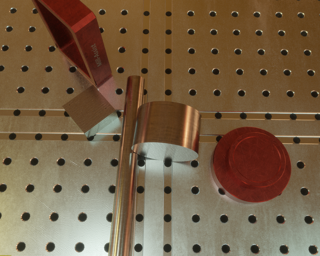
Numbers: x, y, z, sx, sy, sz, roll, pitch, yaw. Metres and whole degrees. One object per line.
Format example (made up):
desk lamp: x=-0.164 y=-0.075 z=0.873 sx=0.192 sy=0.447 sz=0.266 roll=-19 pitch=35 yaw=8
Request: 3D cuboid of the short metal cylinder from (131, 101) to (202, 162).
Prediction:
short metal cylinder: x=0.009 y=0.007 z=0.380 sx=0.080 sy=0.080 sz=0.050 roll=7 pitch=70 yaw=2

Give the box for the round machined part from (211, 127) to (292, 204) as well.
round machined part: x=0.116 y=0.043 z=0.388 sx=0.099 sy=0.042 sz=0.098 roll=0 pitch=70 yaw=-1

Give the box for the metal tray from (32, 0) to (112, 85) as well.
metal tray: x=-0.111 y=-0.120 z=0.399 sx=0.090 sy=0.130 sz=0.030 roll=43 pitch=76 yaw=14

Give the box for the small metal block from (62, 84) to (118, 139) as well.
small metal block: x=-0.094 y=-0.022 z=0.419 sx=0.050 sy=0.025 sz=0.050 roll=-39 pitch=75 yaw=-13

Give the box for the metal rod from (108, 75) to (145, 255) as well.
metal rod: x=-0.042 y=0.072 z=0.384 sx=0.025 sy=0.025 sz=0.299 roll=3 pitch=70 yaw=1
